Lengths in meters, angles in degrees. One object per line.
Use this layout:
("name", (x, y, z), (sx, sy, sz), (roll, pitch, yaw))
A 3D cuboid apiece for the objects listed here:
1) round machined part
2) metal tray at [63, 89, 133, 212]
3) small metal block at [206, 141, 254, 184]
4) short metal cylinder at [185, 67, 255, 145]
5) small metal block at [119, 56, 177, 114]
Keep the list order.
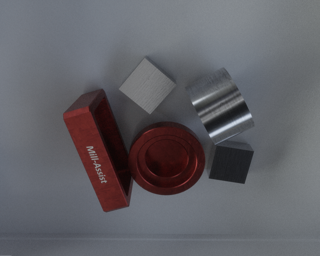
("round machined part", (0.008, 0.037, 0.413), (0.099, 0.042, 0.097), (0, 110, -1))
("metal tray", (-0.069, 0.025, 0.383), (0.030, 0.090, 0.129), (-16, 109, 6))
("small metal block", (0.096, 0.046, 0.428), (0.050, 0.025, 0.050), (9, 109, -3))
("short metal cylinder", (0.071, -0.026, 0.372), (0.050, 0.080, 0.080), (-28, 108, 9))
("small metal block", (-0.015, -0.054, 0.389), (0.050, 0.025, 0.050), (39, 106, -12))
